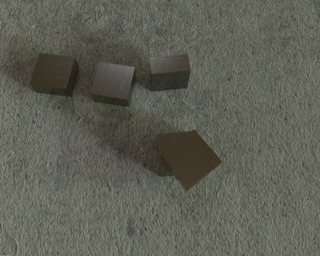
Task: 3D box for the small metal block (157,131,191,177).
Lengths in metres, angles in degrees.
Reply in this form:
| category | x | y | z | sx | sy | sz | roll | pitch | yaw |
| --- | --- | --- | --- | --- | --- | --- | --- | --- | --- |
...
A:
| category | x | y | z | sx | sy | sz | roll | pitch | yaw |
| --- | --- | --- | --- | --- | --- | --- | --- | --- | --- |
| small metal block | 0.024 | 0.033 | 0.396 | 0.050 | 0.025 | 0.050 | -5 | 70 | -2 |

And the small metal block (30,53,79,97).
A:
| category | x | y | z | sx | sy | sz | roll | pitch | yaw |
| --- | --- | --- | --- | --- | --- | --- | --- | --- | --- |
| small metal block | -0.146 | -0.074 | 0.434 | 0.050 | 0.025 | 0.050 | 7 | 70 | 2 |

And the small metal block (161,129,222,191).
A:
| category | x | y | z | sx | sy | sz | roll | pitch | yaw |
| --- | --- | --- | --- | --- | --- | --- | --- | --- | --- |
| small metal block | 0.036 | 0.038 | 0.368 | 0.050 | 0.025 | 0.050 | -36 | 74 | -12 |

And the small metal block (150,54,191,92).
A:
| category | x | y | z | sx | sy | sz | roll | pitch | yaw |
| --- | --- | --- | --- | --- | --- | --- | --- | --- | --- |
| small metal block | 0.013 | -0.074 | 0.422 | 0.050 | 0.050 | 0.025 | -6 | 70 | -2 |

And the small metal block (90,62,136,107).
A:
| category | x | y | z | sx | sy | sz | roll | pitch | yaw |
| --- | --- | --- | --- | --- | --- | --- | --- | --- | --- |
| small metal block | -0.063 | -0.060 | 0.430 | 0.050 | 0.025 | 0.050 | 10 | 70 | 3 |
